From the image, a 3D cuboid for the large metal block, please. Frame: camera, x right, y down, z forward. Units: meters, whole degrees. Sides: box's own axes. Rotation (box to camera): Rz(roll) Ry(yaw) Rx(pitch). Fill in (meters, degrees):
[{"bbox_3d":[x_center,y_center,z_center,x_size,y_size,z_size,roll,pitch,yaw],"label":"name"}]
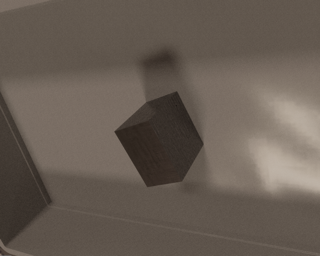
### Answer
[{"bbox_3d":[0.003,0.013,0.378,0.050,0.080,0.080,-17,110,34],"label":"large metal block"}]
